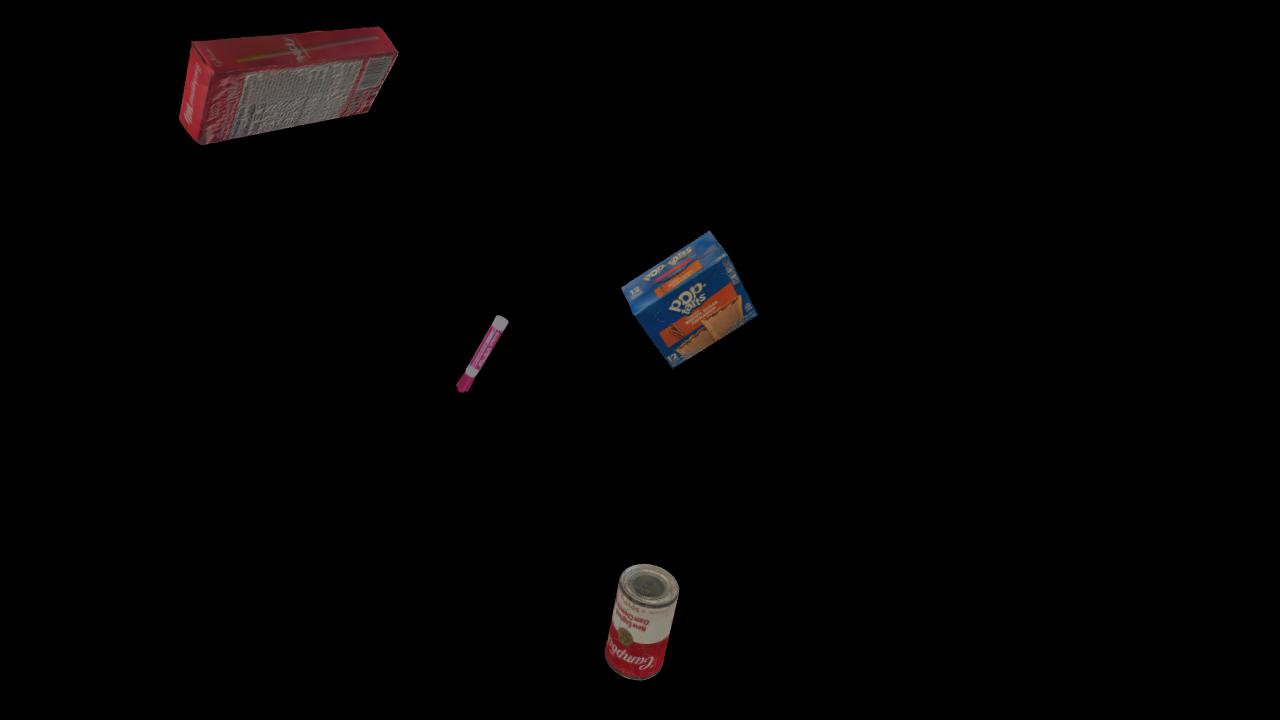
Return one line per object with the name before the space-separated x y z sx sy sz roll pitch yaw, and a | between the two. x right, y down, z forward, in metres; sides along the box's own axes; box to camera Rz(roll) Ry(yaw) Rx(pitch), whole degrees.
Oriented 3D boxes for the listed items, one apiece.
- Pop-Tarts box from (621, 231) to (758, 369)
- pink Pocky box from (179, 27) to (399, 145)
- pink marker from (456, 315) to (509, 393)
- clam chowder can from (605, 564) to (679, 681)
Pop-Tarts box | 0.080 -0.093 0.977 0.167 0.083 0.141 -32 -48 5
pink Pocky box | -0.276 -0.221 0.491 0.084 0.029 0.155 -29 8 45
pink marker | -0.218 -0.006 0.846 0.020 0.121 0.020 31 10 -6
clam chowder can | 0.002 0.286 0.676 0.068 0.102 0.068 10 18 -3
